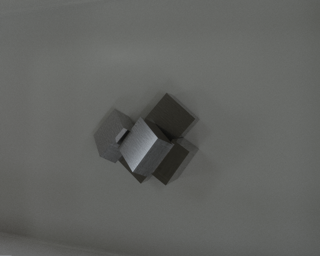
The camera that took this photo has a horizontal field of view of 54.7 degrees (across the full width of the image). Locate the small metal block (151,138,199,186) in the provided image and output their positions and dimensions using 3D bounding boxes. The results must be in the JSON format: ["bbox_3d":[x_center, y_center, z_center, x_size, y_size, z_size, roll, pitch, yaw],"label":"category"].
[{"bbox_3d":[0.019,0.040,0.388,0.025,0.050,0.050,37,102,16],"label":"small metal block"}]

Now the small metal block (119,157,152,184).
[{"bbox_3d":[-0.022,0.037,0.416,0.050,0.025,0.050,44,103,14],"label":"small metal block"}]

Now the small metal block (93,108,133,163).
[{"bbox_3d":[-0.060,0.010,0.416,0.050,0.025,0.050,-49,37,13],"label":"small metal block"}]

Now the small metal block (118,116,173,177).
[{"bbox_3d":[-0.019,0.022,0.375,0.050,0.025,0.050,-54,41,12],"label":"small metal block"}]

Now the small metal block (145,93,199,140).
[{"bbox_3d":[0.014,-0.010,0.403,0.050,0.025,0.050,44,103,14],"label":"small metal block"}]
